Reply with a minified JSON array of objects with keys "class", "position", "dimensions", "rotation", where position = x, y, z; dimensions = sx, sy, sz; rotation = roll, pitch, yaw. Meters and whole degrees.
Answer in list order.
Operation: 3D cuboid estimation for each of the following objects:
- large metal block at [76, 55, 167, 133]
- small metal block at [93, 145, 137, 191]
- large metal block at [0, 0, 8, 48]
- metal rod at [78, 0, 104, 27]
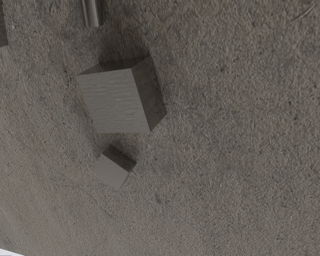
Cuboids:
[{"class":"large metal block","position":[-0.046,-0.041,0.390],"dimensions":[0.080,0.050,0.080],"rotation":[-2,118,29]},{"class":"small metal block","position":[-0.071,0.062,0.483],"dimensions":[0.050,0.025,0.050],"rotation":[35,129,5]},{"class":"large metal block","position":[-0.270,-0.159,0.434],"dimensions":[0.080,0.050,0.079],"rotation":[21,126,15]},{"class":"metal rod","position":[-0.088,-0.252,0.296],"dimensions":[0.025,0.025,0.298],"rotation":[10,123,22]}]
